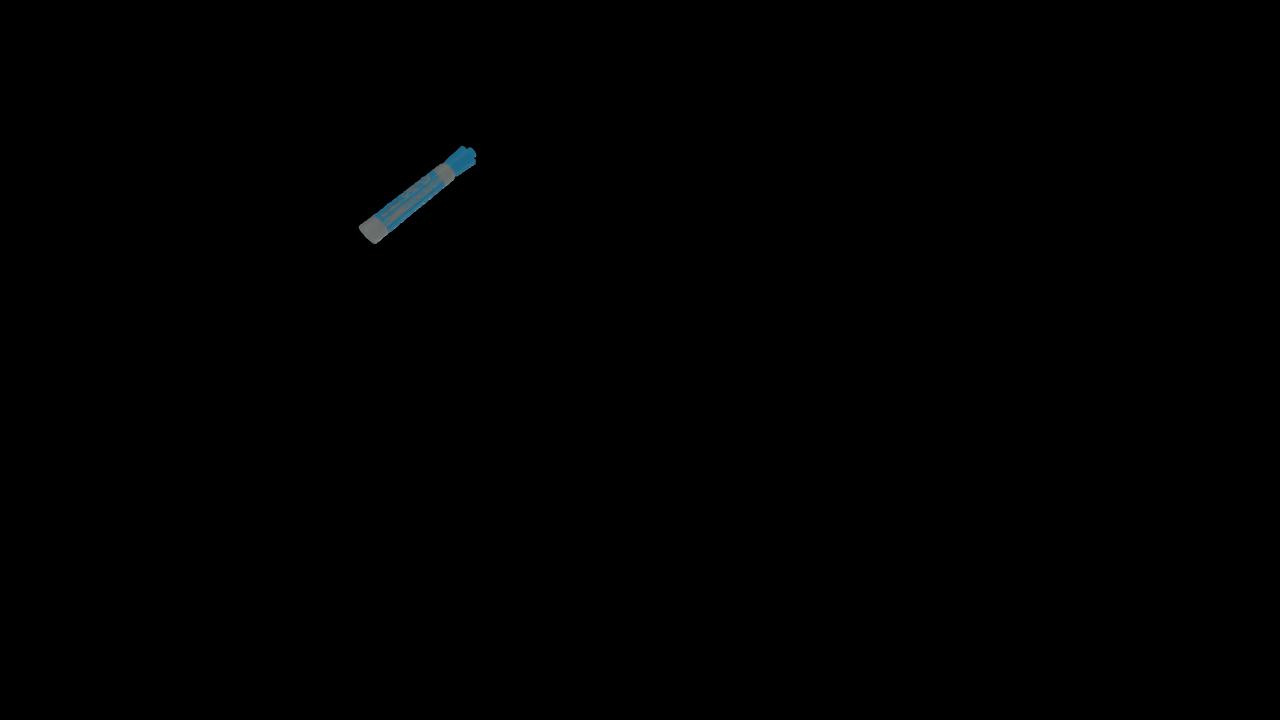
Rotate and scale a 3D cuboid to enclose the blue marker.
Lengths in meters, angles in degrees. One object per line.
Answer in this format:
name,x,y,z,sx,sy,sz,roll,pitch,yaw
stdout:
blue marker,-0.188,-0.145,0.529,0.121,0.020,0.020,-47,20,-19
